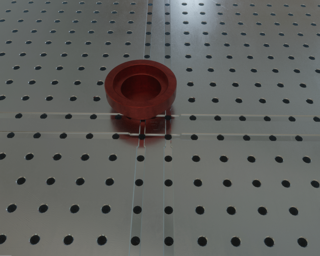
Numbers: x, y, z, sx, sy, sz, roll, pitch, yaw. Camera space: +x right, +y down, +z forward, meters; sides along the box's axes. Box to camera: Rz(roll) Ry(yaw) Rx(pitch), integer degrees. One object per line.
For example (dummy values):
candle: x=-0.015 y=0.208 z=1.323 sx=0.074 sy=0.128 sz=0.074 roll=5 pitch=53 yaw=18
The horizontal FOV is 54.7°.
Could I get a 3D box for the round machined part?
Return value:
round machined part: x=-0.026 y=-0.050 z=0.438 sx=0.099 sy=0.042 sz=0.098 roll=0 pitch=50 yaw=0
